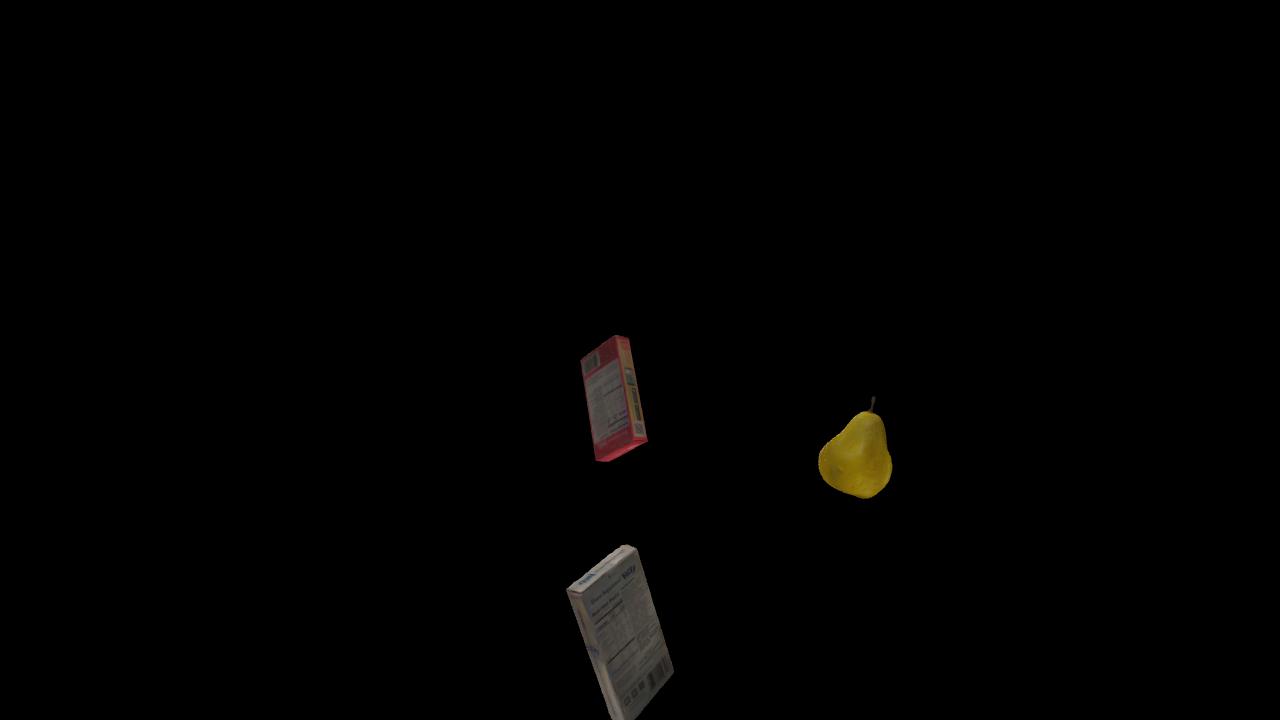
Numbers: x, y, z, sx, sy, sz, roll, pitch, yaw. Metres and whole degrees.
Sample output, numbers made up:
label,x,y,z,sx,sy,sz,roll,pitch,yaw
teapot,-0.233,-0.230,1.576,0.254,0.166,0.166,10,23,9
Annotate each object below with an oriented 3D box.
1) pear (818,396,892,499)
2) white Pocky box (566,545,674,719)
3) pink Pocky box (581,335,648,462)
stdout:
label,x,y,z,sx,sy,sz,roll,pitch,yaw
pear,0.249,0.096,0.690,0.080,0.111,0.080,22,2,-1
white Pocky box,-0.016,0.278,0.626,0.028,0.154,0.084,-5,16,44
pink Pocky box,-0.038,0.053,0.838,0.029,0.155,0.084,11,-33,-40
